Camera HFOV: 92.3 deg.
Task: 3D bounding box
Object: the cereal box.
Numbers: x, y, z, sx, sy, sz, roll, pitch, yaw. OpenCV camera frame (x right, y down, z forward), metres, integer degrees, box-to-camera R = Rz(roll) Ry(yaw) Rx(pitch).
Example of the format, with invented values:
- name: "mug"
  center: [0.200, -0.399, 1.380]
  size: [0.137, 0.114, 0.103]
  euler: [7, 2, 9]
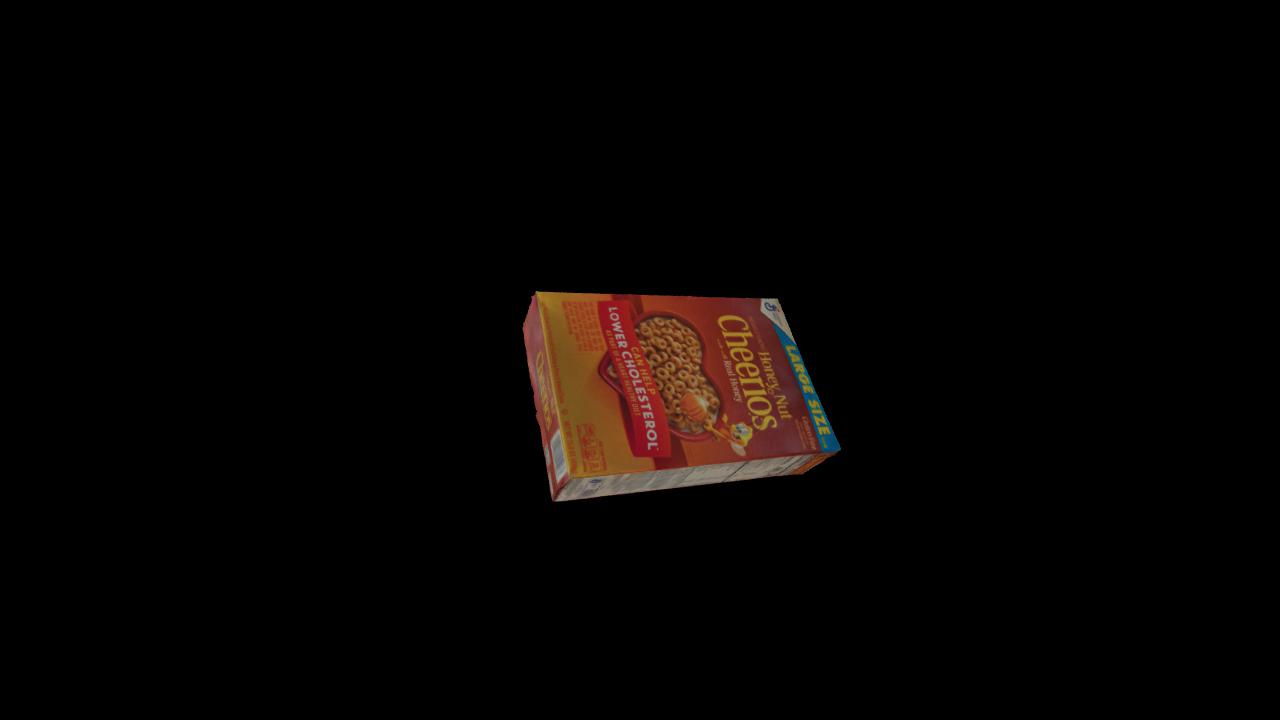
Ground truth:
- name: "cereal box"
  center: [0.043, 0.029, 0.656]
  size: [0.306, 0.203, 0.081]
  euler: [-1, -30, -24]
